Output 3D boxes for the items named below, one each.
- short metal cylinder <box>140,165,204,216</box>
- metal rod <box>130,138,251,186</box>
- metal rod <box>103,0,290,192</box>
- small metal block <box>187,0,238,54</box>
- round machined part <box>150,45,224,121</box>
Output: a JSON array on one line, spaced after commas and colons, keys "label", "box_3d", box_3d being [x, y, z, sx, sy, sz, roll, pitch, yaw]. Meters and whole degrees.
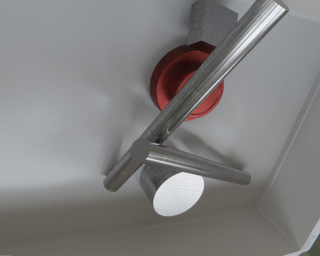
[{"label": "short metal cylinder", "box_3d": [0.017, 0.082, 0.454, 0.081, 0.050, 0.079, -14, 125, -21]}, {"label": "metal rod", "box_3d": [0.065, 0.056, 0.431, 0.025, 0.025, 0.301, -54, 144, 10]}, {"label": "metal rod", "box_3d": [0.013, -0.012, 0.332, 0.025, 0.025, 0.298, 11, 137, -34]}, {"label": "small metal block", "box_3d": [0.062, -0.115, 0.359, 0.050, 0.025, 0.050, 11, 83, -33]}, {"label": "round machined part", "box_3d": [0.040, -0.051, 0.390, 0.099, 0.042, 0.097, -14, 125, -21]}]
